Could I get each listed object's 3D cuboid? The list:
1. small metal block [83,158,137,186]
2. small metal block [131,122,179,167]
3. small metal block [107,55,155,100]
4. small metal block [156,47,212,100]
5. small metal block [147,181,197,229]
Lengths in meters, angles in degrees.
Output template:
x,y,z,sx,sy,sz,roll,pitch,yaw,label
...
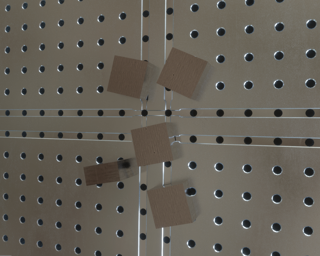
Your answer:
x,y,z,sx,sy,sz,roll,pitch,yaw,label
-0.067,0.059,0.422,0.050,0.050,0.025,-11,86,19,small metal block
-0.007,0.022,0.414,0.050,0.025,0.050,-12,86,19,small metal block
-0.040,-0.069,0.426,0.050,0.025,0.050,15,95,19,small metal block
0.031,-0.070,0.401,0.050,0.025,0.050,27,99,17,small metal block
0.016,0.100,0.406,0.050,0.025,0.050,-16,85,19,small metal block
